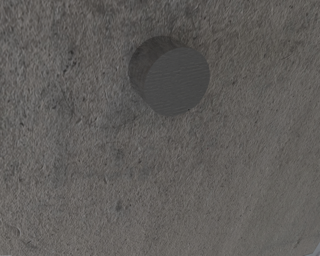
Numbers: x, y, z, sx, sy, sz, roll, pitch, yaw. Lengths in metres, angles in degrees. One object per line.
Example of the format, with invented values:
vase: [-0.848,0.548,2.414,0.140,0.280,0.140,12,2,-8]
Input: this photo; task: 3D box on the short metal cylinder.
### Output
short metal cylinder: [0.010,-0.060,0.358,0.081,0.050,0.080,-14,124,-21]
